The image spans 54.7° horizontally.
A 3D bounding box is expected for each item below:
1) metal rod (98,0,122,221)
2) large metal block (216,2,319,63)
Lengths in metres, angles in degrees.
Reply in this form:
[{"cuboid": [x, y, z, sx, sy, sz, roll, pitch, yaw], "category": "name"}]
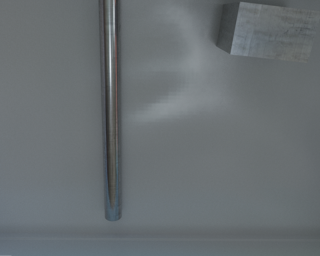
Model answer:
[{"cuboid": [-0.063, -0.009, 0.406, 0.025, 0.025, 0.298, 2, 110, -1], "category": "metal rod"}, {"cuboid": [0.114, -0.108, 0.344, 0.081, 0.080, 0.050, 6, 110, -3], "category": "large metal block"}]
